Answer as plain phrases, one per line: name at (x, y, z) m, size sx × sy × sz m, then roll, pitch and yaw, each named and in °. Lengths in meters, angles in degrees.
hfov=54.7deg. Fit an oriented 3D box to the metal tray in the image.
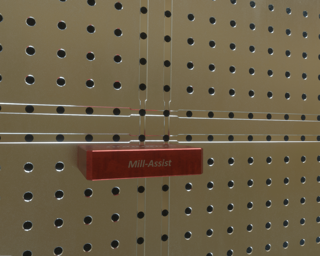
metal tray at (-0.026, 0.037, 0.369) m, size 0.131 × 0.090 × 0.030 m, roll 0°, pitch 90°, yaw -20°
